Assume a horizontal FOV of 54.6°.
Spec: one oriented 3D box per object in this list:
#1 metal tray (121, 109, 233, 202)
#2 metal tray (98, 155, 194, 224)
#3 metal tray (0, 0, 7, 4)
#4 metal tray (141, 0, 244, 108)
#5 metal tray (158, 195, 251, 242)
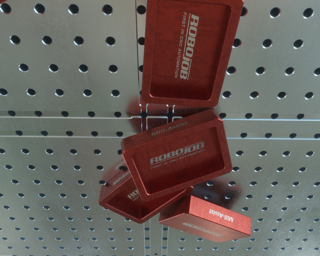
[{"bbox_3d":[0.024,0.037,0.412,0.131,0.030,0.090,-19,120,-1],"label":"metal tray"},{"bbox_3d":[-0.023,0.096,0.489,0.090,0.030,0.130,34,122,-26],"label":"metal tray"},{"bbox_3d":[-0.212,-0.139,0.288,0.130,0.030,0.090,-21,127,16],"label":"metal tray"},{"bbox_3d":[0.028,-0.085,0.336,0.091,0.030,0.129,4,130,-4],"label":"metal tray"},{"bbox_3d":[0.075,0.156,0.523,0.131,0.030,0.090,24,145,-20],"label":"metal tray"}]
